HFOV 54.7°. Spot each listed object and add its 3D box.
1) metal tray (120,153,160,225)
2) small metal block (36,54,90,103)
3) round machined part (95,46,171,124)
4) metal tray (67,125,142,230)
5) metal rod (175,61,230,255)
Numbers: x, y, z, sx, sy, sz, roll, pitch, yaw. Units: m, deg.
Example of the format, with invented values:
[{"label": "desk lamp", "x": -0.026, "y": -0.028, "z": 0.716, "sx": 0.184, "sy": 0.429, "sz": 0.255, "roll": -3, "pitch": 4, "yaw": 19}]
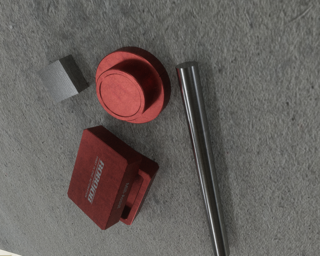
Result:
[{"label": "metal tray", "x": -0.063, "y": 0.087, "z": 0.488, "sx": 0.090, "sy": 0.030, "sz": 0.129, "roll": 29, "pitch": 128, "yaw": 9}, {"label": "small metal block", "x": -0.136, "y": -0.068, "z": 0.434, "sx": 0.050, "sy": 0.025, "sz": 0.050, "roll": -16, "pitch": 111, "yaw": 34}, {"label": "round machined part", "x": -0.039, "y": -0.048, "z": 0.386, "sx": 0.098, "sy": 0.042, "sz": 0.097, "roll": 13, "pitch": 124, "yaw": 20}, {"label": "metal tray", "x": -0.085, "y": 0.073, "z": 0.455, "sx": 0.090, "sy": 0.030, "sz": 0.129, "roll": 34, "pitch": 118, "yaw": 26}, {"label": "metal rod", "x": 0.062, "y": 0.060, "z": 0.410, "sx": 0.025, "sy": 0.025, "sz": 0.298, "roll": 0, "pitch": 119, "yaw": 28}]
